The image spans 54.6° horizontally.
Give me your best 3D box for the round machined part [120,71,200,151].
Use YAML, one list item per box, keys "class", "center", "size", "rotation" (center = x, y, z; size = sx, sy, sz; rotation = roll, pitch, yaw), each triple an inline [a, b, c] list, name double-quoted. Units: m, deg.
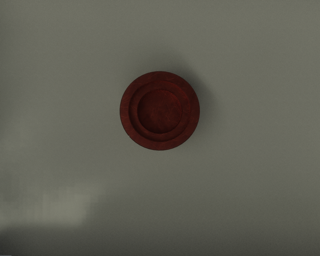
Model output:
- class: "round machined part"
  center: [0.000, -0.021, 0.400]
  size: [0.099, 0.042, 0.097]
  rotation: [0, 90, 0]
